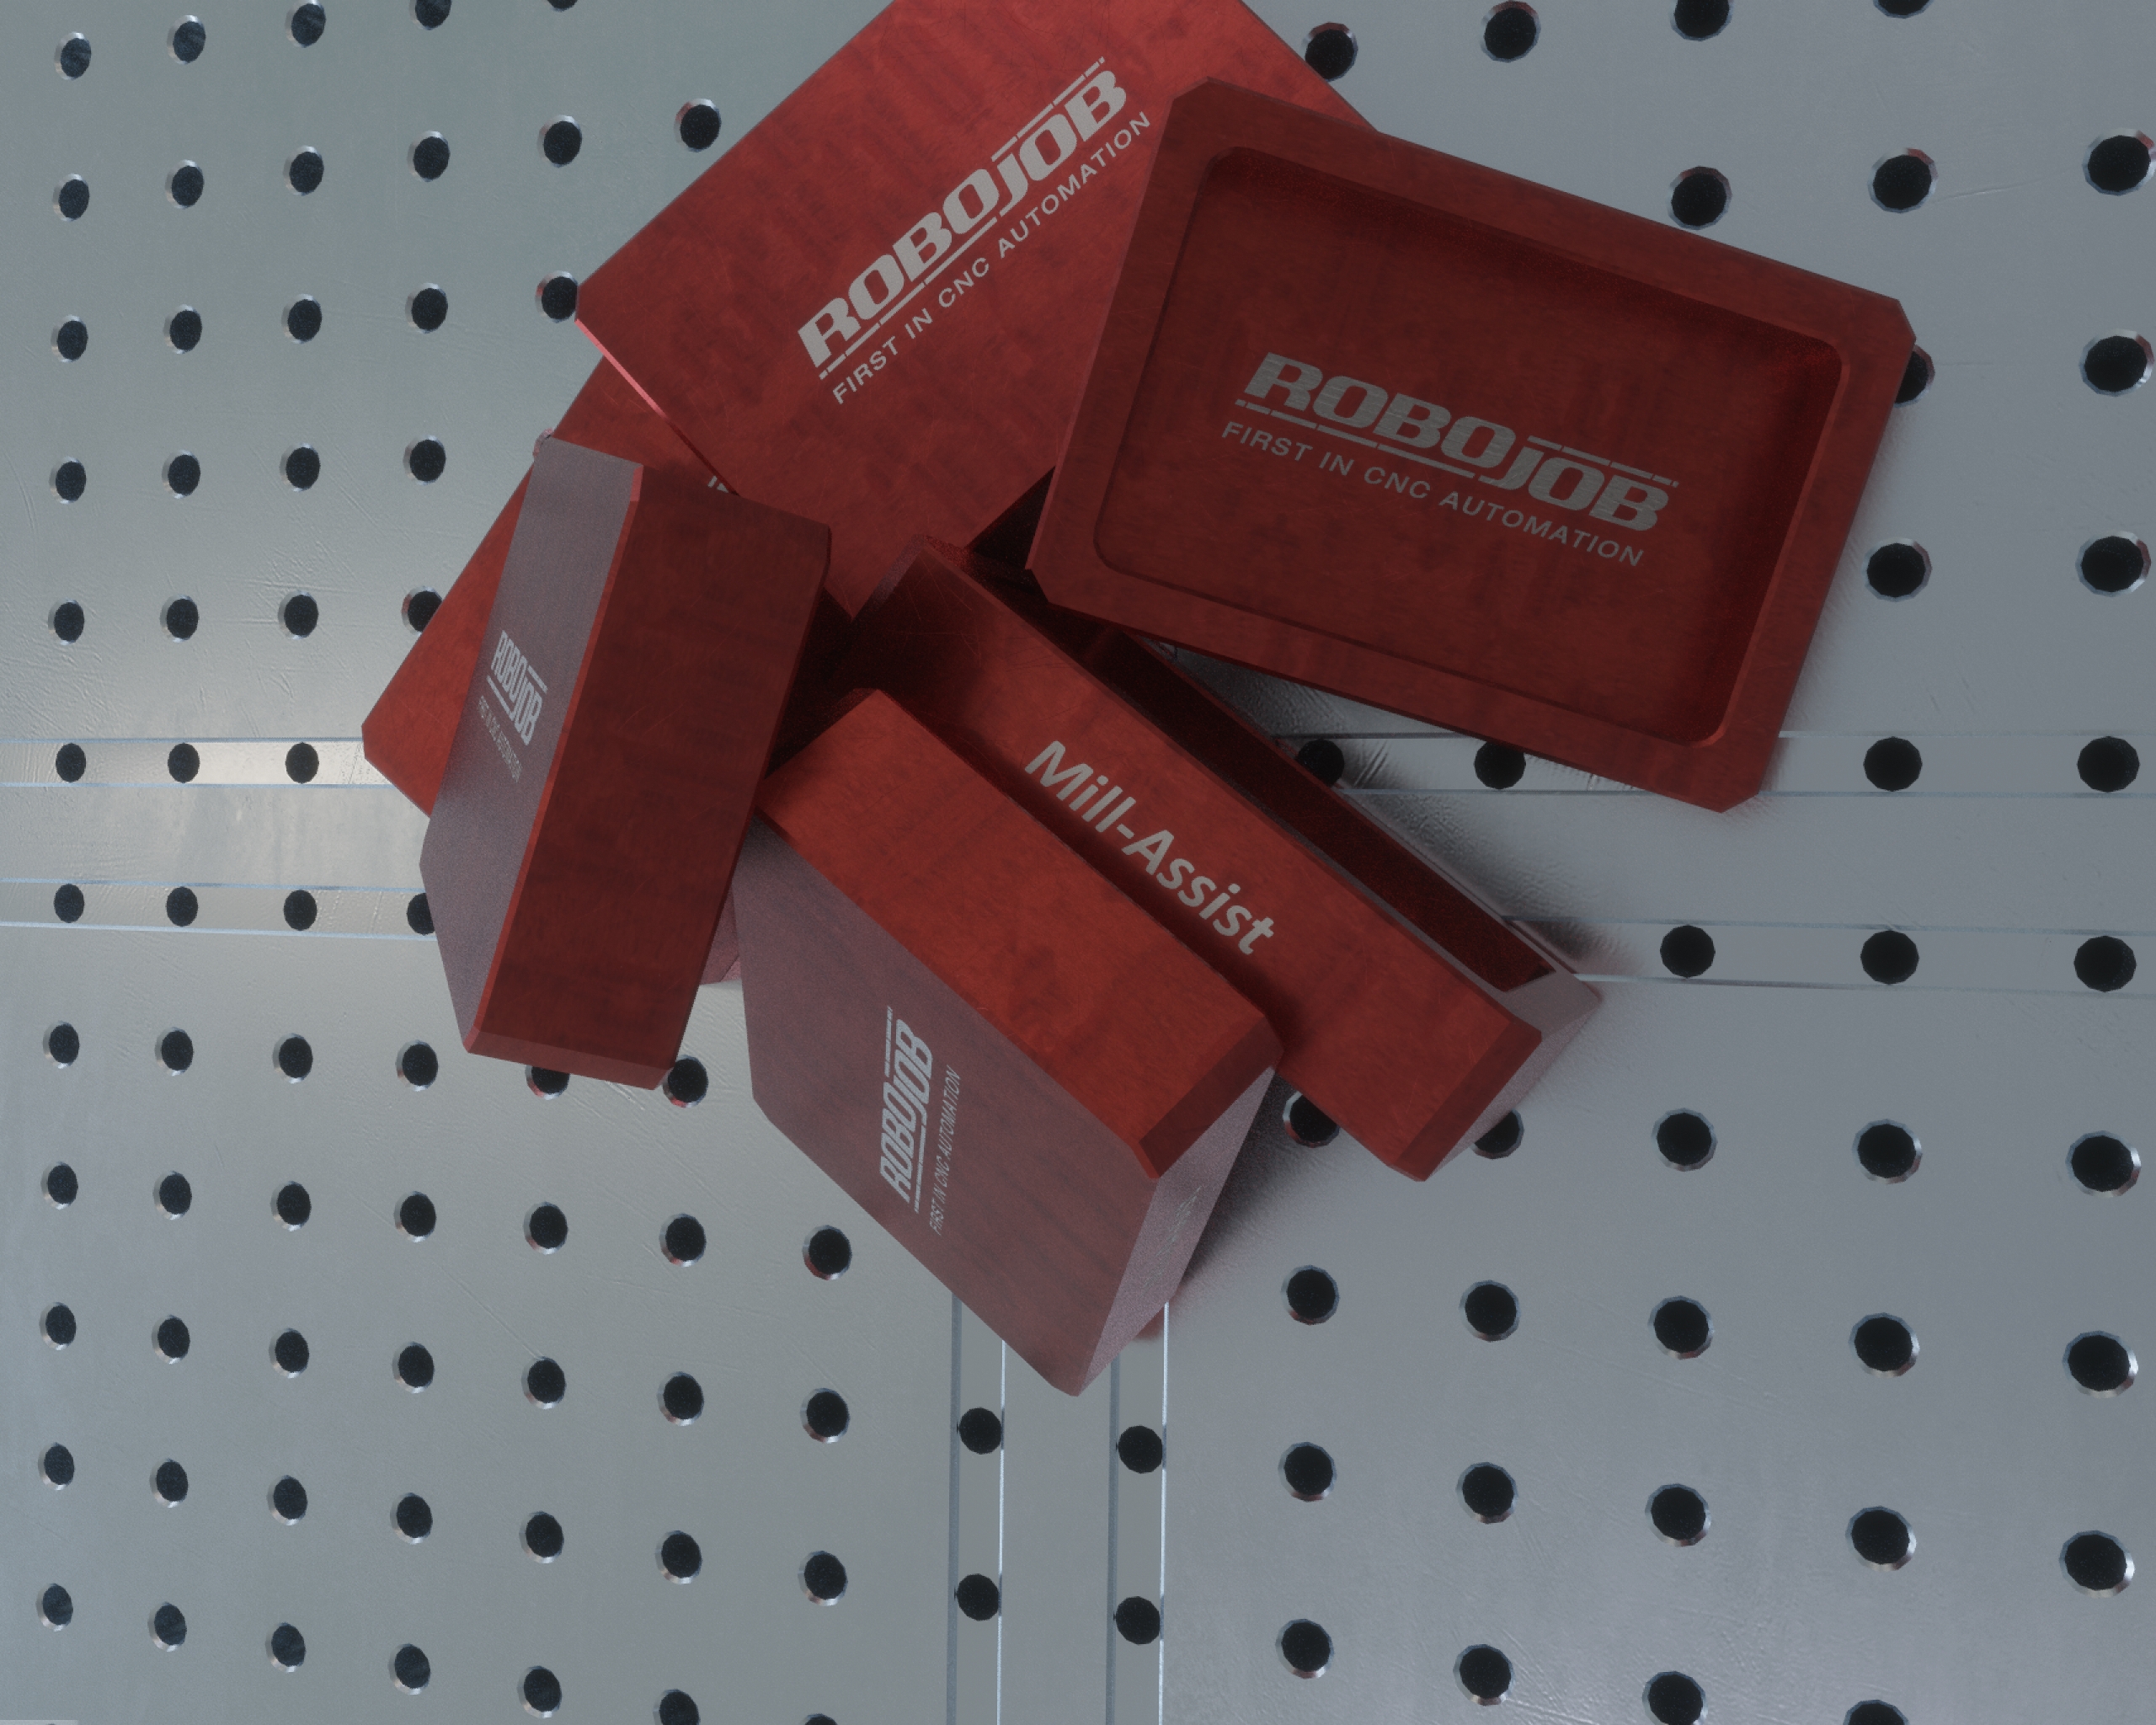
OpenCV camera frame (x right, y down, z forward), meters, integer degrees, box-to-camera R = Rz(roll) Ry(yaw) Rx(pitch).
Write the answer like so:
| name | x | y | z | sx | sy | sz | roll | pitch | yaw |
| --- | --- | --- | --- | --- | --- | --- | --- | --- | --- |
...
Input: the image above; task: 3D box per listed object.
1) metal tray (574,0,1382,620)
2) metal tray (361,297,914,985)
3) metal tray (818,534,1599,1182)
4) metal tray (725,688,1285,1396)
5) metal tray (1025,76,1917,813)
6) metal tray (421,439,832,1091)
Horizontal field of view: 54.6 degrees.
| name | x | y | z | sx | sy | sz | roll | pitch | yaw |
| --- | --- | --- | --- | --- | --- | --- | --- | --- | --- |
| metal tray | -0.017 | -0.114 | 0.397 | 0.130 | 0.030 | 0.090 | -42 | 80 | 0 |
| metal tray | -0.081 | -0.048 | 0.439 | 0.090 | 0.030 | 0.130 | 40 | 103 | 14 |
| metal tray | 0.026 | -0.003 | 0.368 | 0.130 | 0.090 | 0.030 | 40 | 103 | 15 |
| metal tray | -0.018 | 0.037 | 0.368 | 0.090 | 0.129 | 0.030 | 40 | 64 | 15 |
| metal tray | 0.065 | -0.070 | 0.361 | 0.131 | 0.030 | 0.090 | 17 | 96 | -4 |
| metal tray | -0.084 | -0.024 | 0.362 | 0.030 | 0.130 | 0.090 | 16 | 97 | -23 |
